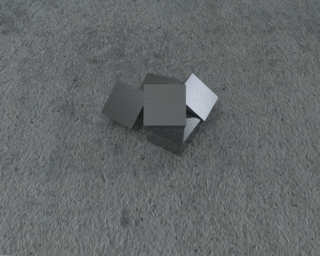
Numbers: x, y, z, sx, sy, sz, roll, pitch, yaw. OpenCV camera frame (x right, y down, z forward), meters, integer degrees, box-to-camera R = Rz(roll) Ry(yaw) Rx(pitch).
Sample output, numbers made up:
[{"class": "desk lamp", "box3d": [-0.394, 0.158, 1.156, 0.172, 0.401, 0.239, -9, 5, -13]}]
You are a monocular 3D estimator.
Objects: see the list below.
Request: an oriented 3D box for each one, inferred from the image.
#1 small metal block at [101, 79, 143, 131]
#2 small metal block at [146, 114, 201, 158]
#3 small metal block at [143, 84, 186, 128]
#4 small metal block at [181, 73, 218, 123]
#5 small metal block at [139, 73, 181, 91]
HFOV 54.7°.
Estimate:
[{"class": "small metal block", "box3d": [-0.042, -0.030, 0.414, 0.050, 0.025, 0.050, 27, 91, 19]}, {"class": "small metal block", "box3d": [0.017, 0.003, 0.403, 0.050, 0.025, 0.050, 26, 55, 20]}, {"class": "small metal block", "box3d": [0.006, -0.026, 0.379, 0.050, 0.025, 0.050, 0, 83, 0]}, {"class": "small metal block", "box3d": [0.045, -0.038, 0.423, 0.050, 0.025, 0.050, 41, 54, -10]}, {"class": "small metal block", "box3d": [-0.002, -0.050, 0.447, 0.050, 0.025, 0.050, 14, 51, 11]}]
